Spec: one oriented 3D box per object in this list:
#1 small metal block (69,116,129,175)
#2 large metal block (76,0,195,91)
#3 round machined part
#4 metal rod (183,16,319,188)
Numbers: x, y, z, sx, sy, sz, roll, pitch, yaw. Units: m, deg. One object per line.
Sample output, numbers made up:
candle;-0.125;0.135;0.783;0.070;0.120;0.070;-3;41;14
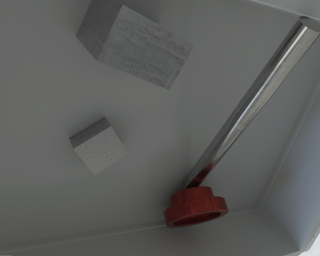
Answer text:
small metal block;-0.075;0.022;0.383;0.050;0.025;0.050;-32;129;-8
large metal block;-0.027;-0.087;0.306;0.081;0.080;0.050;17;109;-35
round machined part;0.054;0.122;0.486;0.099;0.042;0.098;-10;153;-5
metal rod;0.093;-0.002;0.388;0.025;0.025;0.298;-6;144;-26
